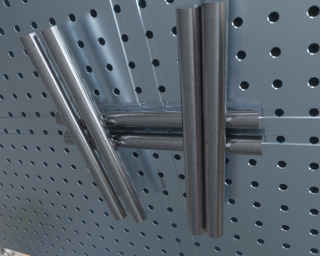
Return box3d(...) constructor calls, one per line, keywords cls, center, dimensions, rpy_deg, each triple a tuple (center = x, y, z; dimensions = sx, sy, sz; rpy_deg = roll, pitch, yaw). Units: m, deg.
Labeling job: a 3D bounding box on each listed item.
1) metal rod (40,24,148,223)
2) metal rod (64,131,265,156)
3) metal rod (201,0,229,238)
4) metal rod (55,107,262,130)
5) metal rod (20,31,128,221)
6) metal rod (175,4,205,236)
box3d(cls="metal rod", center=(-0.082, 0.009, 0.429), dimensions=(0.025, 0.025, 0.299), rpy_deg=(-8, 115, 32))
box3d(cls="metal rod", center=(-0.013, 0.017, 0.430), dimensions=(0.300, 0.025, 0.025), rpy_deg=(1, 119, 27))
box3d(cls="metal rod", center=(0.063, 0.013, 0.355), dimensions=(0.025, 0.025, 0.298), rpy_deg=(9, 122, 24))
box3d(cls="metal rod", center=(-0.021, -0.013, 0.415), dimensions=(0.300, 0.025, 0.025), rpy_deg=(1, 119, 27))
box3d(cls="metal rod", center=(-0.115, 0.011, 0.448), dimensions=(0.025, 0.025, 0.299), rpy_deg=(-8, 114, 32))
box3d(cls="metal rod", center=(0.040, 0.014, 0.368), dimensions=(0.025, 0.025, 0.298), rpy_deg=(9, 122, 24))
